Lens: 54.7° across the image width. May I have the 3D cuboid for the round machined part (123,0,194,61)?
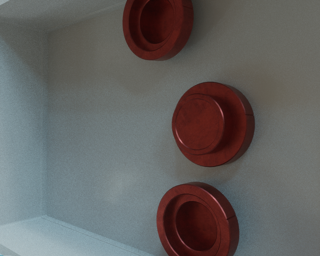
[{"bbox_3d":[0.002,-0.134,0.389,0.098,0.042,0.097,7,101,39],"label":"round machined part"}]

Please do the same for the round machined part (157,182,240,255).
[{"bbox_3d":[0.047,0.111,0.357,0.098,0.042,0.097,0,90,40],"label":"round machined part"}]

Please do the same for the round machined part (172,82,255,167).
[{"bbox_3d":[0.053,-0.004,0.352,0.098,0.042,0.097,0,90,40],"label":"round machined part"}]
